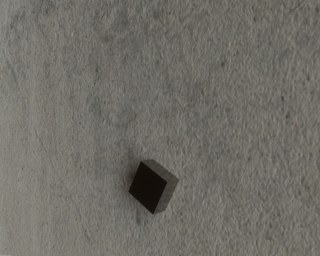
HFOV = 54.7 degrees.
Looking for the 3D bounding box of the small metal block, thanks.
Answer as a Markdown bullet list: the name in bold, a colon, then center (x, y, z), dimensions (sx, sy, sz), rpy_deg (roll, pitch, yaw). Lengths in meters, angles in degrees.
- **small metal block**: center (-0.009, 0.077, 0.410), dimensions (0.050, 0.025, 0.050), rpy_deg (34, 111, 34)
